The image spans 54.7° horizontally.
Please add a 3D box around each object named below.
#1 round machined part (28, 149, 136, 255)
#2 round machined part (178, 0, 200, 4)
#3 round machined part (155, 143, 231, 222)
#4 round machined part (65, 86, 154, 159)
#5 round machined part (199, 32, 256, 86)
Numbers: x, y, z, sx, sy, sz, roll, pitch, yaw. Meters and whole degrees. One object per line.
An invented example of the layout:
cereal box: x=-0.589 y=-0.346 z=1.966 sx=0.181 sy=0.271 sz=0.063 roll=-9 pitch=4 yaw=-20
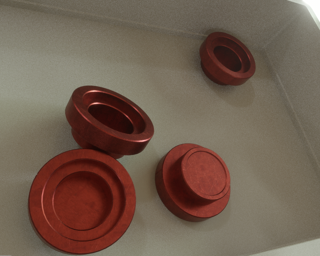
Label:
round machined part: x=-0.077 y=0.073 z=0.305 sx=0.099 sy=0.042 sz=0.098 roll=10 pitch=63 yaw=-21
round machined part: x=0.049 y=-0.295 z=0.606 sx=0.099 sy=0.042 sz=0.098 roll=14 pitch=56 yaw=-21
round machined part: x=0.047 y=0.062 z=0.384 sx=0.099 sy=0.042 sz=0.098 roll=14 pitch=56 yaw=-21
round machined part: x=-0.059 y=-0.002 z=0.349 sx=0.098 sy=0.042 sz=0.098 roll=27 pitch=26 yaw=-14
round machined part: x=0.109 y=-0.111 z=0.523 sx=0.099 sy=0.042 sz=0.098 roll=14 pitch=56 yaw=-21
